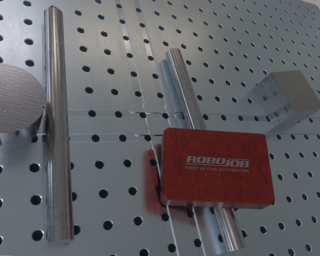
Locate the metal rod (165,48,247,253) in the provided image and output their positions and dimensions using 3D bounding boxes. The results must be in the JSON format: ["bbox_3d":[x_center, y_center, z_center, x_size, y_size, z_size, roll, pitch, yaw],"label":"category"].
[{"bbox_3d":[0.056,0.013,0.429,0.025,0.025,0.299,-1,62,-29],"label":"metal rod"}]

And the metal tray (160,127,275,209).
[{"bbox_3d":[0.067,0.050,0.381,0.131,0.030,0.090,4,63,-6],"label":"metal tray"}]

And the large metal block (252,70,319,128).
[{"bbox_3d":[0.224,-0.053,0.545,0.081,0.050,0.080,-10,67,-33],"label":"large metal block"}]

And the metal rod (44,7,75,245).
[{"bbox_3d":[-0.120,-0.024,0.358,0.025,0.025,0.299,3,60,-27],"label":"metal rod"}]

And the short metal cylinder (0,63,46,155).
[{"bbox_3d":[-0.163,-0.019,0.316,0.081,0.050,0.080,13,56,-21],"label":"short metal cylinder"}]
